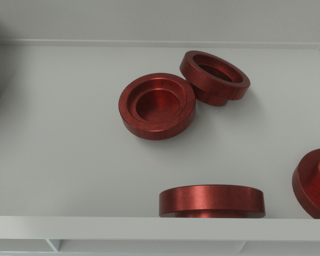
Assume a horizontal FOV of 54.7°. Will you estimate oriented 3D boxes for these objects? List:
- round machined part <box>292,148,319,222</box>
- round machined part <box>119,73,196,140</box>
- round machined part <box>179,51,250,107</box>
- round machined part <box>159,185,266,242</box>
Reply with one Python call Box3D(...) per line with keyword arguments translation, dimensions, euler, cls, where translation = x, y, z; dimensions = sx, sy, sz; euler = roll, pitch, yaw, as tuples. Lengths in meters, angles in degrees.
Box3D(translation=(0.205, 0.061, 0.346), dimensions=(0.099, 0.042, 0.098), euler=(0, 50, 0), cls="round machined part")
Box3D(translation=(-0.002, -0.024, 0.409), dimensions=(0.099, 0.042, 0.098), euler=(-3, 54, 5), cls="round machined part")
Box3D(translation=(0.072, -0.066, 0.434), dimensions=(0.099, 0.042, 0.098), euler=(18, 32, -11), cls="round machined part")
Box3D(translation=(0.048, 0.084, 0.291), dimensions=(0.099, 0.098, 0.042), euler=(1, 68, 0), cls="round machined part")
